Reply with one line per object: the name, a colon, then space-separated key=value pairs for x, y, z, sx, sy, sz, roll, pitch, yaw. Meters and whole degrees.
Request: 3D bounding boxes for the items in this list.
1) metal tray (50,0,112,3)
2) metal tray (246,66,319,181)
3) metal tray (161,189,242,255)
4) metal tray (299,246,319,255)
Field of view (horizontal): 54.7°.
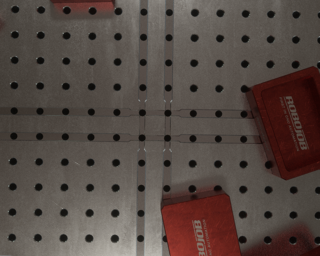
metal tray: x=-0.108 y=-0.237 z=0.409 sx=0.091 sy=0.030 sz=0.129 roll=-2 pitch=90 yaw=-1
metal tray: x=0.180 y=-0.006 z=0.413 sx=0.090 sy=0.030 sz=0.129 roll=-19 pitch=90 yaw=-1
metal tray: x=0.057 y=0.155 z=0.412 sx=0.091 sy=0.030 sz=0.129 roll=-11 pitch=90 yaw=-1
metal tray: x=0.180 y=0.210 z=0.395 sx=0.131 sy=0.030 sz=0.090 roll=-26 pitch=116 yaw=-1
